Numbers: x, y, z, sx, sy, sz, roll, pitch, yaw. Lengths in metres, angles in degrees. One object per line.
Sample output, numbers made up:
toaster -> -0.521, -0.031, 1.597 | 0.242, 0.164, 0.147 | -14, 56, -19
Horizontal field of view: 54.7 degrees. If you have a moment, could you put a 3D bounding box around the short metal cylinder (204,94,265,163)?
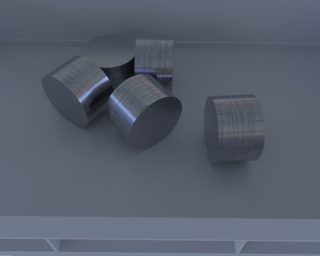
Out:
short metal cylinder -> 0.085, 0.001, 0.370 | 0.050, 0.080, 0.080 | -3, 50, -3

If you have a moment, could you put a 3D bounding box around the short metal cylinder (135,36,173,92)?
short metal cylinder -> -0.007, -0.091, 0.445 | 0.050, 0.080, 0.080 | 2, 50, 1

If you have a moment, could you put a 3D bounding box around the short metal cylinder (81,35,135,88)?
short metal cylinder -> -0.075, -0.097, 0.470 | 0.081, 0.050, 0.080 | 0, 50, 0

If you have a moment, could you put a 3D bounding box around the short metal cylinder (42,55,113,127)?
short metal cylinder -> -0.107, -0.048, 0.408 | 0.080, 0.080, 0.050 | 30, 56, 22

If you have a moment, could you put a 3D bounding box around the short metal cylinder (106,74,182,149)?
short metal cylinder -> -0.019, -0.020, 0.386 | 0.081, 0.080, 0.050 | -31, 57, -23
